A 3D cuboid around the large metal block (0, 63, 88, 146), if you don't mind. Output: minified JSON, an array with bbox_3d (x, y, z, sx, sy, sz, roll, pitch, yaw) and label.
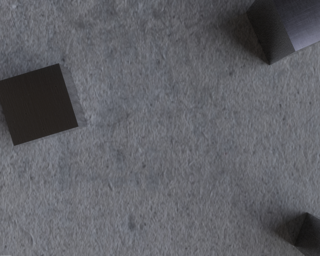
[{"bbox_3d":[-0.148,-0.028,0.396,0.080,0.050,0.080,-17,90,-1],"label":"large metal block"}]

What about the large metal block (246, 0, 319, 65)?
[{"bbox_3d":[0.157,-0.132,0.385,0.050,0.080,0.080,-24,90,0],"label":"large metal block"}]

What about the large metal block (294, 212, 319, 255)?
[{"bbox_3d":[0.231,0.154,0.386,0.080,0.080,0.050,21,90,-1],"label":"large metal block"}]
